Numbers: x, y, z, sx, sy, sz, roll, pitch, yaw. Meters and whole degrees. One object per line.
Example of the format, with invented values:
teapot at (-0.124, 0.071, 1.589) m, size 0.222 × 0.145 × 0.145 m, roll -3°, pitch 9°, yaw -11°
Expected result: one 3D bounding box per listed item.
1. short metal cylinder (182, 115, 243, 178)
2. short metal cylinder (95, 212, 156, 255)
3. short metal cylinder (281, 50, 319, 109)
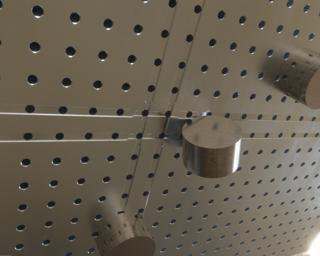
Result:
short metal cylinder at (0.072, 0.024, 0.432) m, size 0.081 × 0.080 × 0.050 m, roll -17°, pitch 125°, yaw -19°
short metal cylinder at (-0.054, 0.178, 0.478) m, size 0.081 × 0.050 × 0.079 m, roll -14°, pitch 125°, yaw -21°
short metal cylinder at (0.238, -0.076, 0.481) m, size 0.081 × 0.050 × 0.079 m, roll -14°, pitch 125°, yaw -21°
